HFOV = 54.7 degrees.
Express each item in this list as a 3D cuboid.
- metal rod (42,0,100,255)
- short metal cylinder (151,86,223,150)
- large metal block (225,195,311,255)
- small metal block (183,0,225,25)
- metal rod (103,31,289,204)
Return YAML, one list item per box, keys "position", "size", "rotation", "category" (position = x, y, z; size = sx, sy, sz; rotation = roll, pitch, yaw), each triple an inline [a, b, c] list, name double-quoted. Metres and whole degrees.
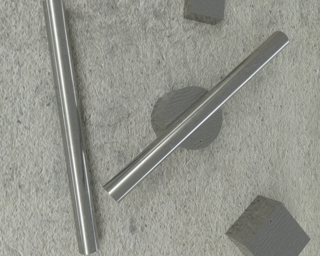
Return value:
- position: [-0.105, 0.001, 0.370]
  size: [0.025, 0.025, 0.298]
  rotation: [-9, 93, -20]
  category: "metal rod"
- position: [0.035, -0.013, 0.410]
  size: [0.081, 0.050, 0.079]
  rotation: [0, 90, -21]
  category: "short metal cylinder"
- position: [0.159, 0.160, 0.457]
  size: [0.080, 0.050, 0.080]
  rotation: [-44, 104, -15]
  category: "large metal block"
- position: [0.062, -0.177, 0.433]
  size: [0.050, 0.025, 0.050]
  rotation: [5, 88, -20]
  category: "small metal block"
- position: [0.054, -0.023, 0.377]
  size: [0.301, 0.025, 0.025]
  rotation: [-42, 104, -16]
  category: "metal rod"
